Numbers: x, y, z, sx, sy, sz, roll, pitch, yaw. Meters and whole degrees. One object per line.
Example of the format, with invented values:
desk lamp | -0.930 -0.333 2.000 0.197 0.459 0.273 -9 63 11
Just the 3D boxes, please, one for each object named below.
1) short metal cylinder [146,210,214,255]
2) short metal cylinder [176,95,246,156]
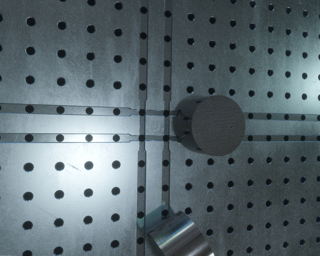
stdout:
short metal cylinder | 0.026 0.154 0.394 0.050 0.080 0.080 -30 100 -18
short metal cylinder | 0.069 -0.003 0.426 0.081 0.050 0.079 0 90 -21
